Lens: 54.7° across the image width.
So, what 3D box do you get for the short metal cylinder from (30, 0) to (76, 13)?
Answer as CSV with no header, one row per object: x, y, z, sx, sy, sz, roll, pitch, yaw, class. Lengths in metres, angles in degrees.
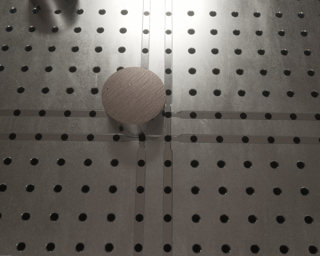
-0.172,-0.228,0.480,0.081,0.050,0.080,0,70,0,short metal cylinder

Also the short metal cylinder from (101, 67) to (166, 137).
-0.033,-0.033,0.410,0.081,0.050,0.080,0,70,0,short metal cylinder
